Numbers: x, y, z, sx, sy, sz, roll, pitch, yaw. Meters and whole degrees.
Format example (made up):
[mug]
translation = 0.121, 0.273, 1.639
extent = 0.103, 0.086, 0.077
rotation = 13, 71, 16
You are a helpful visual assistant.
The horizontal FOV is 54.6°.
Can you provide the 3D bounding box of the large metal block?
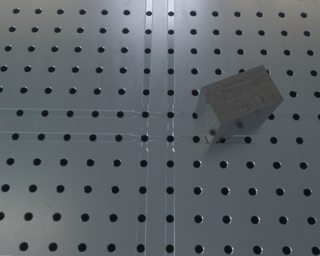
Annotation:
[large metal block]
translation = 0.095, -0.026, 0.393
extent = 0.080, 0.080, 0.050
rotation = -21, 72, -7
